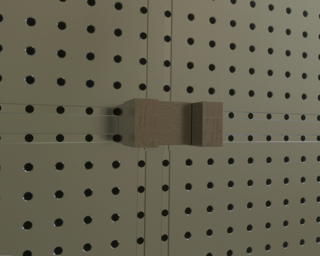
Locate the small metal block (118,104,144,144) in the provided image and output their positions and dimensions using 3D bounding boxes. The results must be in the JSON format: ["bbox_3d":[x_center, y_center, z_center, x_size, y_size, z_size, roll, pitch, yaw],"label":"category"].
[{"bbox_3d":[-0.034,-0.005,0.387,0.025,0.050,0.050,1,90,-20],"label":"small metal block"}]

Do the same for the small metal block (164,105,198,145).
[{"bbox_3d":[0.027,-0.004,0.410,0.025,0.050,0.050,-1,91,-20],"label":"small metal block"}]

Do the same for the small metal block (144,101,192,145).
[{"bbox_3d":[0.009,-0.005,0.364,0.050,0.025,0.050,1,90,-21],"label":"small metal block"}]

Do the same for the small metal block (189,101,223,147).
[{"bbox_3d":[0.050,-0.004,0.364,0.025,0.050,0.050,1,90,-20],"label":"small metal block"}]

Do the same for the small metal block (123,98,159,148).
[{"bbox_3d":[-0.022,-0.005,0.338,0.025,0.050,0.050,1,90,-20],"label":"small metal block"}]
